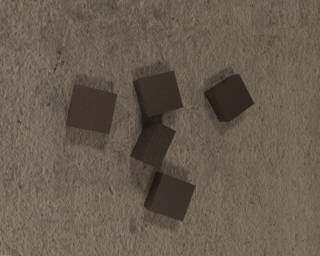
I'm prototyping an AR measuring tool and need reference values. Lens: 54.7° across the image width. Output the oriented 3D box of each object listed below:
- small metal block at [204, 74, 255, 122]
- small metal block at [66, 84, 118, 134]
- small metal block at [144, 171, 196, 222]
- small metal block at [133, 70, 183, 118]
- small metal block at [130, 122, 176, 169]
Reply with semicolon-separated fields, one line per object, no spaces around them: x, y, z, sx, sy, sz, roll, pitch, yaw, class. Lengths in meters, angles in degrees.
0.100;-0.043;0.448;0.050;0.025;0.050;-34;101;-17;small metal block
-0.084;-0.022;0.379;0.050;0.025;0.050;12;86;-20;small metal block
0.013;0.091;0.415;0.050;0.025;0.050;23;82;-19;small metal block
-0.002;-0.044;0.409;0.050;0.025;0.050;-17;96;-20;small metal block
-0.010;0.021;0.393;0.025;0.050;0.050;28;81;-18;small metal block
